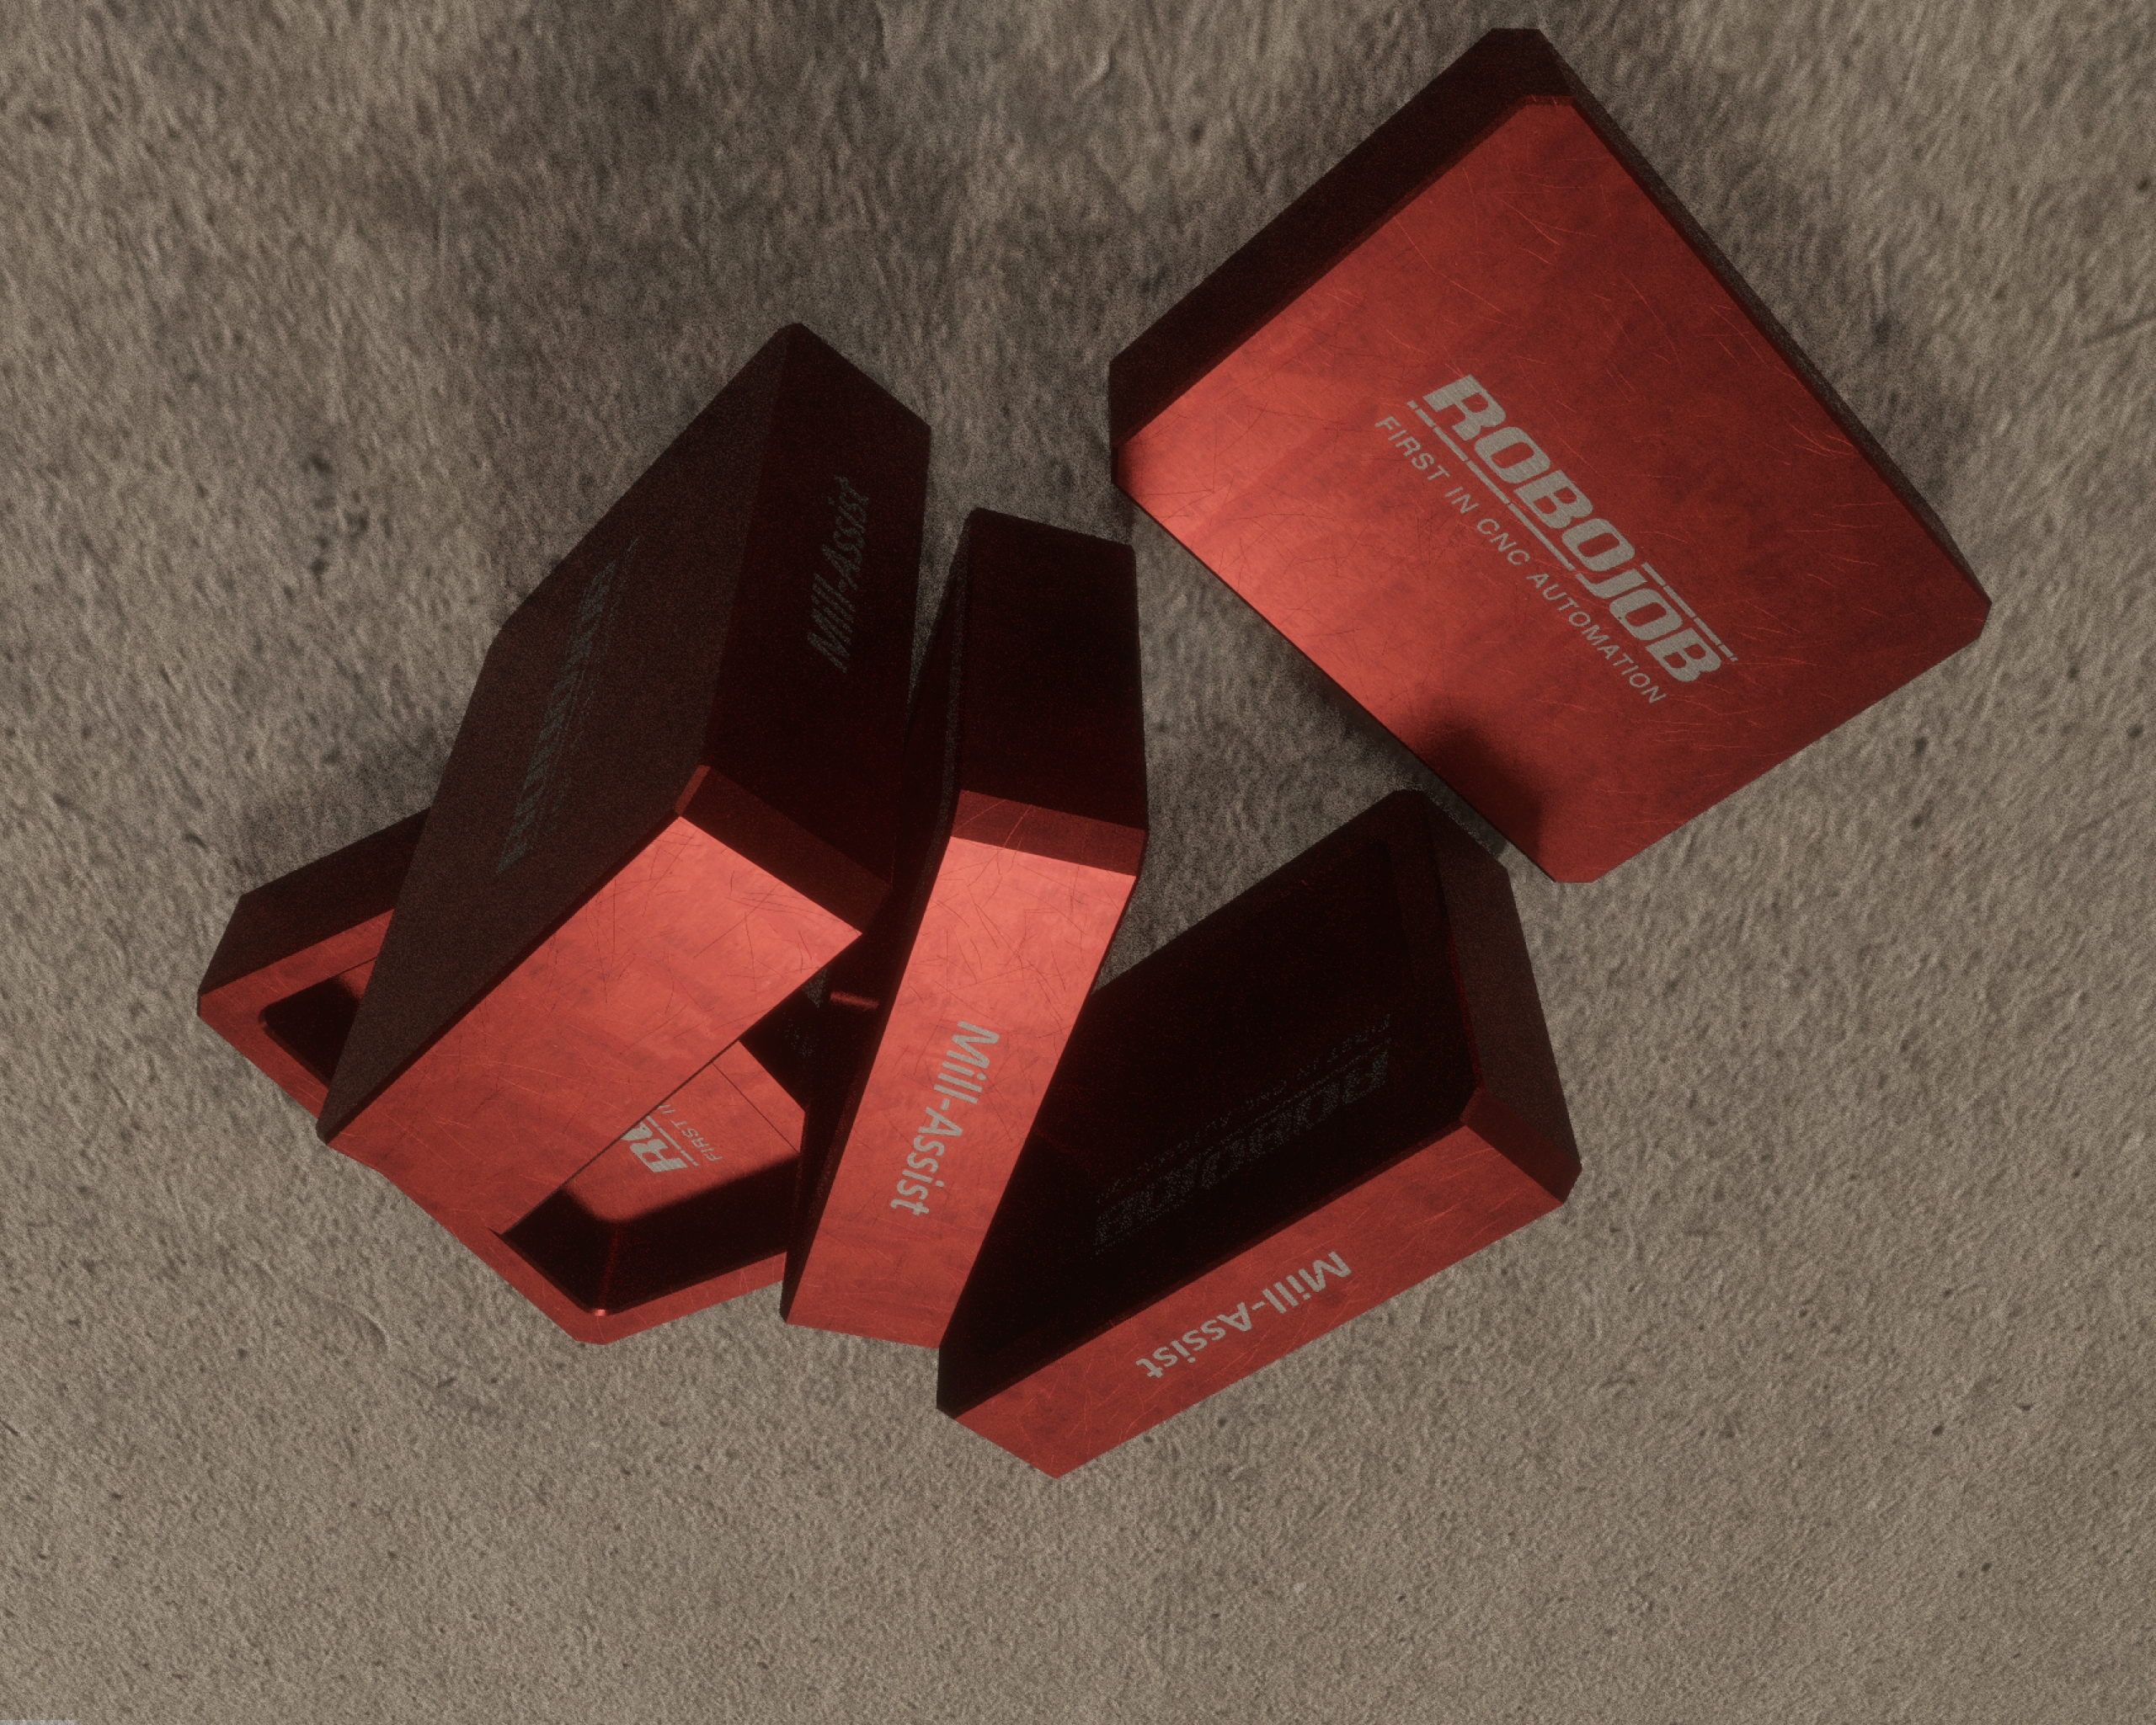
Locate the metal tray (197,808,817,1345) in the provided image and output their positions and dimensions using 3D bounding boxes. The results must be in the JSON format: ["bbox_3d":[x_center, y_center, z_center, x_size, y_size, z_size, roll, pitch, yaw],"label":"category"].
[{"bbox_3d":[-0.105,0.044,0.442,0.090,0.030,0.130,-23,127,18],"label":"metal tray"}]

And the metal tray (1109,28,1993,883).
[{"bbox_3d":[0.080,-0.061,0.354,0.090,0.030,0.130,-37,122,26],"label":"metal tray"}]

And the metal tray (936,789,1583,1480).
[{"bbox_3d":[0.030,0.053,0.412,0.130,0.090,0.030,-36,122,26],"label":"metal tray"}]

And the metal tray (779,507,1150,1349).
[{"bbox_3d":[-0.022,0.014,0.377,0.030,0.090,0.129,13,129,-11],"label":"metal tray"}]

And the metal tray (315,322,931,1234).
[{"bbox_3d":[-0.066,-0.018,0.324,0.030,0.130,0.090,36,121,-27],"label":"metal tray"}]
